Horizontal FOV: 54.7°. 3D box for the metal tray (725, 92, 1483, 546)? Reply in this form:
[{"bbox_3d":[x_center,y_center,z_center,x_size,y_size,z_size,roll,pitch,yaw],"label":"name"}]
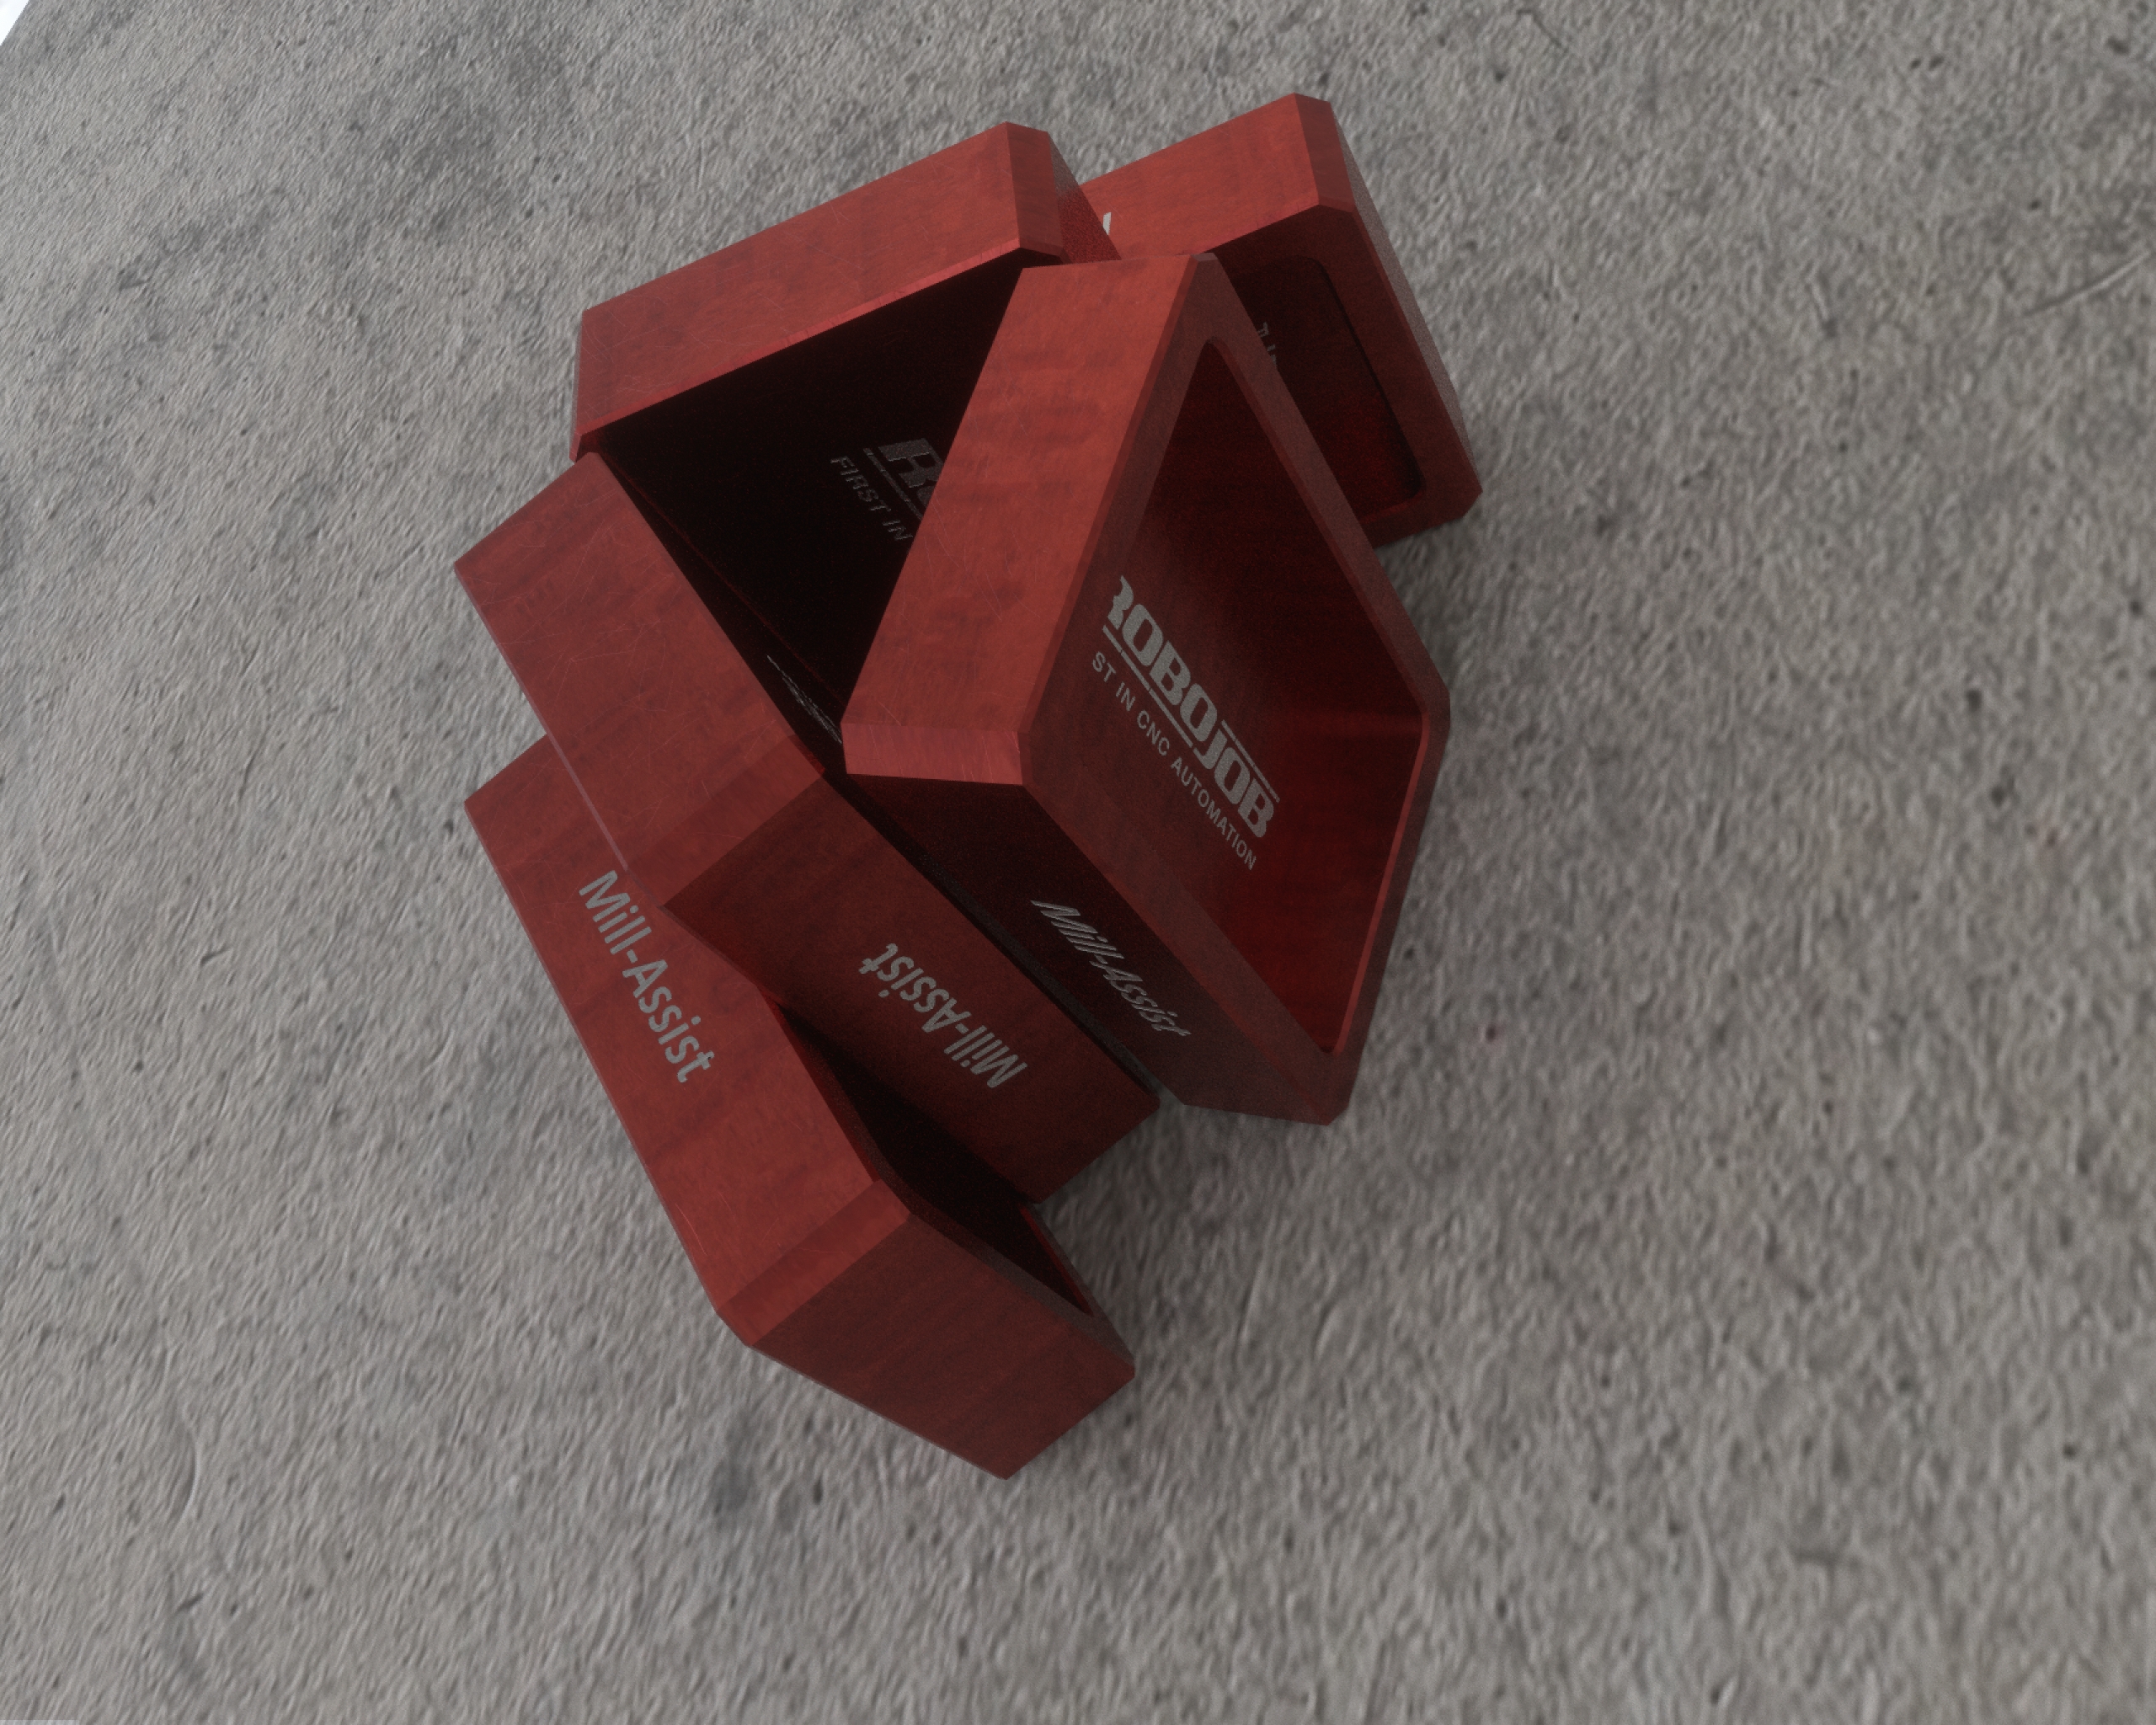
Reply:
[{"bbox_3d":[0.004,-0.085,0.412,0.130,0.090,0.030,-18,55,17],"label":"metal tray"}]

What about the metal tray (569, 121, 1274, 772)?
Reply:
[{"bbox_3d":[-0.019,-0.064,0.385,0.090,0.130,0.030,-19,55,18],"label":"metal tray"}]

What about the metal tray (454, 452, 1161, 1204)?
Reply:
[{"bbox_3d":[-0.043,-0.002,0.360,0.030,0.130,0.090,-40,51,1],"label":"metal tray"}]

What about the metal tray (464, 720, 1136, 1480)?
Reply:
[{"bbox_3d":[-0.049,0.038,0.364,0.030,0.090,0.130,-40,51,2],"label":"metal tray"}]

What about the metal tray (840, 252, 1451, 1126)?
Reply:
[{"bbox_3d":[0.019,-0.022,0.340,0.030,0.130,0.090,5,64,30],"label":"metal tray"}]
